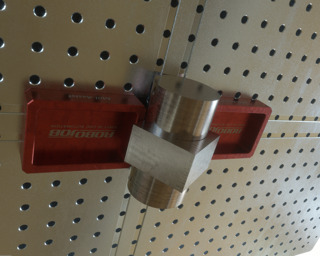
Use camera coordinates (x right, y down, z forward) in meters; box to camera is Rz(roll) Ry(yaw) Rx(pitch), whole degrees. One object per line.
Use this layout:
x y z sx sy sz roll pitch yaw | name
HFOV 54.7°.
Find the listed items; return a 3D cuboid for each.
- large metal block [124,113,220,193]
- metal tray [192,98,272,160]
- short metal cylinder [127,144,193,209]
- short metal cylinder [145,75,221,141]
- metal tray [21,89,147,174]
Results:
0.017 0.024 0.381 0.080 0.080 0.050 -26 137 -57 | large metal block
0.096 0.002 0.461 0.131 0.030 0.089 1 118 -29 | metal tray
0.001 0.062 0.414 0.081 0.080 0.050 2 118 -29 | short metal cylinder
0.026 -0.026 0.373 0.081 0.080 0.050 1 118 -29 | short metal cylinder
-0.089 0.005 0.362 0.131 0.030 0.089 1 118 -29 | metal tray
